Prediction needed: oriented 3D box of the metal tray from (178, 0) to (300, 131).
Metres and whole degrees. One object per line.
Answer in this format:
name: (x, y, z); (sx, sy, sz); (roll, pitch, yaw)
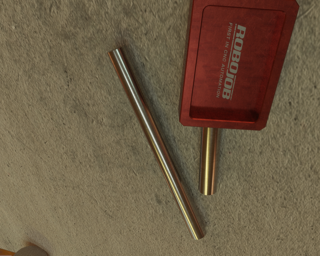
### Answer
metal tray: (0.069, -0.062, 0.303); (0.091, 0.030, 0.129); (3, 121, -2)

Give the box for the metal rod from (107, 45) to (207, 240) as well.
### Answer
metal rod: (0.003, 0.033, 0.425); (0.025, 0.025, 0.299); (-10, 113, 32)

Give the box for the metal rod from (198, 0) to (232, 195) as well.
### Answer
metal rod: (0.060, -0.044, 0.347); (0.025, 0.025, 0.298); (12, 124, 22)

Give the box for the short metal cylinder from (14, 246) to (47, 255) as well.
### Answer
short metal cylinder: (-0.314, 0.333, 0.742); (0.080, 0.080, 0.050); (28, 128, 10)
